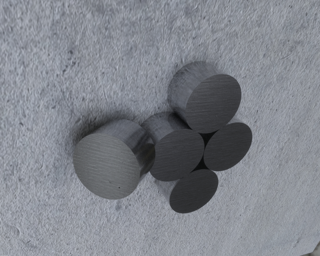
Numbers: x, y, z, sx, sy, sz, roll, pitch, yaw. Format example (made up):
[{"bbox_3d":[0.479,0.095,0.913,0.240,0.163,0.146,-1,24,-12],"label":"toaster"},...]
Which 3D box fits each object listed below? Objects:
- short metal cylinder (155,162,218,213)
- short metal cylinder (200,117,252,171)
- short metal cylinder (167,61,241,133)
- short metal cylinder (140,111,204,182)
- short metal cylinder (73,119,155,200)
[{"bbox_3d":[0.039,0.080,0.463,0.081,0.050,0.079,-14,124,-21],"label":"short metal cylinder"},{"bbox_3d":[0.085,0.015,0.448,0.081,0.050,0.079,-14,124,-21],"label":"short metal cylinder"},{"bbox_3d":[0.056,-0.040,0.398,0.081,0.050,0.079,-14,124,-21],"label":"short metal cylinder"},{"bbox_3d":[0.011,0.024,0.413,0.081,0.050,0.079,-14,124,-21],"label":"short metal cylinder"},{"bbox_3d":[-0.051,0.035,0.359,0.080,0.050,0.079,6,111,17],"label":"short metal cylinder"}]
